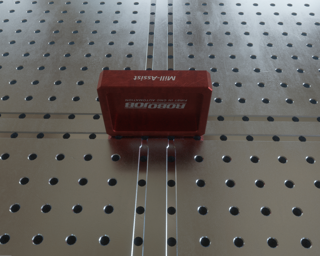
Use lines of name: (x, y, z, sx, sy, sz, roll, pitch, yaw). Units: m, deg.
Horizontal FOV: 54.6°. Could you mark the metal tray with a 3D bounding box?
metal tray: (-0.006, -0.029, 0.389, 0.131, 0.090, 0.030, 0, 50, 0)
